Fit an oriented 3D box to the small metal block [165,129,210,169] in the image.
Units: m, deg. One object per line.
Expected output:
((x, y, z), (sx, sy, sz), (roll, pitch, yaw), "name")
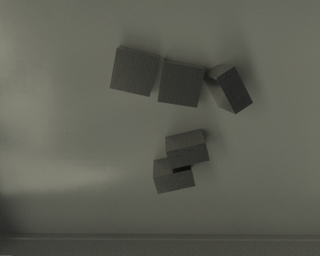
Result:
((0.035, 0.027, 0.408), (0.050, 0.050, 0.025), (-14, 110, 4), "small metal block")

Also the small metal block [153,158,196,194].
((0.018, 0.061, 0.421), (0.050, 0.050, 0.025), (-13, 110, 4), "small metal block")

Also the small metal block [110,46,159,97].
((-0.032, -0.071, 0.385), (0.050, 0.025, 0.050), (12, 110, -5), "small metal block")

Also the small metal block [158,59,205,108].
((0.026, -0.056, 0.391), (0.050, 0.025, 0.050), (8, 110, -4), "small metal block")

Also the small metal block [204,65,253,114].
((0.081, -0.048, 0.379), (0.025, 0.050, 0.050), (-34, 108, -3), "small metal block")
